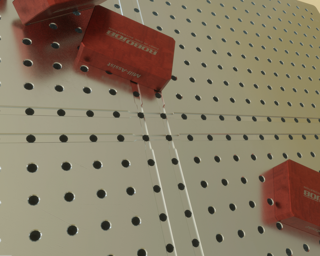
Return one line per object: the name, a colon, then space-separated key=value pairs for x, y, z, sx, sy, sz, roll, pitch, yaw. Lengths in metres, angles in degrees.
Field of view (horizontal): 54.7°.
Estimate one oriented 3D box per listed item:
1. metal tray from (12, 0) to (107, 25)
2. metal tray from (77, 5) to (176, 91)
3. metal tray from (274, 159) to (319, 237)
metal tray: x=-0.115 y=-0.178 z=0.412 sx=0.131 sy=0.090 sz=0.030 roll=-35 pitch=113 yaw=-39
metal tray: x=-0.045 y=-0.117 z=0.453 sx=0.131 sy=0.030 sz=0.090 roll=19 pitch=54 yaw=-18
metal tray: x=0.235 y=0.112 z=0.466 sx=0.131 sy=0.030 sz=0.090 roll=23 pitch=53 yaw=-15
